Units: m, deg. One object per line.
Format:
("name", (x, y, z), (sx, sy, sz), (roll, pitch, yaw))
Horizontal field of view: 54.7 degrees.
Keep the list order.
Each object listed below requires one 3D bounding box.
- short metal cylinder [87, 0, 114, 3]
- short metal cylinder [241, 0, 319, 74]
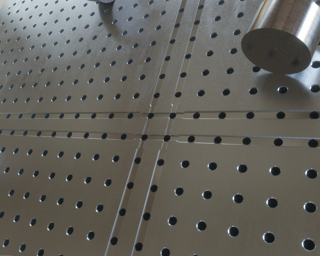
("short metal cylinder", (-0.124, -0.295, 0.619), (0.050, 0.080, 0.080), (23, 74, 36))
("short metal cylinder", (0.144, -0.108, 0.364), (0.080, 0.080, 0.050), (17, 71, 35))
